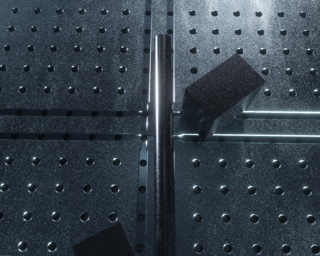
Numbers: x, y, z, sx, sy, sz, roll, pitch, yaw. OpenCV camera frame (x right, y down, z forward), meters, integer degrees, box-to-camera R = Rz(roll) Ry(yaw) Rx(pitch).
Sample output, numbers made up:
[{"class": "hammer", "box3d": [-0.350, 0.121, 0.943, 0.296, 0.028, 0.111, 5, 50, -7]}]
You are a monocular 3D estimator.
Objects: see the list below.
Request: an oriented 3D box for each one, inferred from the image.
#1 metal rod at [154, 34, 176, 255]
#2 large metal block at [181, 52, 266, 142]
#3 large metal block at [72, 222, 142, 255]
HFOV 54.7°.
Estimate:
[{"class": "metal rod", "box3d": [0.005, 0.008, 0.408, 0.025, 0.025, 0.299, 0, 70, 0]}, {"class": "large metal block", "box3d": [0.076, -0.036, 0.396, 0.080, 0.080, 0.050, -36, 74, -12]}, {"class": "large metal block", "box3d": [-0.044, 0.150, 0.327, 0.050, 0.080, 0.080, -26, 72, -9]}]
